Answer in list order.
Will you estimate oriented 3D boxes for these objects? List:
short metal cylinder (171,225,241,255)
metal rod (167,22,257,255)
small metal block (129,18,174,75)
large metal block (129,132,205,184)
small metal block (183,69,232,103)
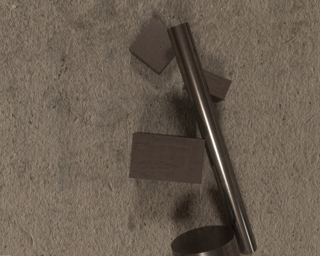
[{"bbox_3d":[0.059,0.161,0.383,0.080,0.080,0.050,-14,90,0],"label":"short metal cylinder"},{"bbox_3d":[0.068,0.023,0.378,0.025,0.025,0.298,-20,104,0],"label":"metal rod"},{"bbox_3d":[-0.005,-0.106,0.410,0.050,0.025,0.050,39,90,-1],"label":"small metal block"},{"bbox_3d":[0.008,0.034,0.383,0.081,0.080,0.050,5,90,-1],"label":"large metal block"},{"bbox_3d":[0.059,-0.055,0.398,0.050,0.050,0.025,23,90,-1],"label":"small metal block"}]
